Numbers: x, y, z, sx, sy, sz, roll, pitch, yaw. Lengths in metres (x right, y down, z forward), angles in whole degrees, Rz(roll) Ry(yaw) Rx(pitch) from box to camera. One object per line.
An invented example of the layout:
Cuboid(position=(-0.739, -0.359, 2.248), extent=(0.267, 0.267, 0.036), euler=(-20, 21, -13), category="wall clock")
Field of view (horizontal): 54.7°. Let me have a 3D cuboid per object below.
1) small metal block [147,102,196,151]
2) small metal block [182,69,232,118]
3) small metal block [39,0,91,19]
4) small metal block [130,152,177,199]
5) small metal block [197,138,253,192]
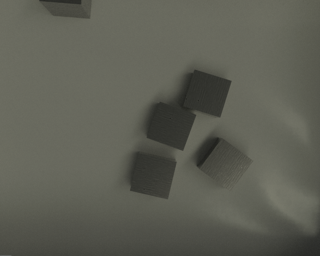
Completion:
Cuboid(position=(0.015, -0.002, 0.412), extent=(0.050, 0.025, 0.050), euler=(20, 90, -1), category="small metal block")
Cuboid(position=(0.061, -0.045, 0.412), extent=(0.050, 0.025, 0.050), euler=(17, 90, -1), category="small metal block")
Cuboid(position=(-0.119, -0.163, 0.397), extent=(0.050, 0.050, 0.025), euler=(4, 90, -1), category="small metal block")
Cuboid(position=(-0.009, 0.062, 0.411), extent=(0.050, 0.025, 0.050), euler=(13, 90, -1), category="small metal block")
Cuboid(position=(0.086, 0.048, 0.413), extent=(0.050, 0.025, 0.050), euler=(36, 90, -1), category="small metal block")
